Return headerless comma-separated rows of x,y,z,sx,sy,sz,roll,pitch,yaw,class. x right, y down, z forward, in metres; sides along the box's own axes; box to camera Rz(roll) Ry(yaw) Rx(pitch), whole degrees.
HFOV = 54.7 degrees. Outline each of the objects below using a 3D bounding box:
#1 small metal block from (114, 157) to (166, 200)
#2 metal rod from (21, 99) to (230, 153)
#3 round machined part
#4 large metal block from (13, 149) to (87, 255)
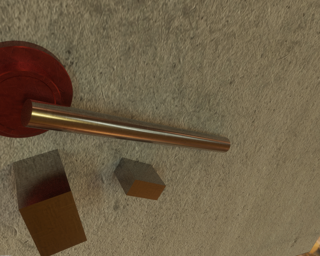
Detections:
-0.028,0.069,0.420,0.050,0.050,0.025,19,108,-36,small metal block
-0.010,0.006,0.376,0.302,0.025,0.025,10,114,-43,metal rod
-0.135,-0.031,0.303,0.099,0.042,0.097,-14,125,-21,round machined part
-0.126,0.084,0.355,0.050,0.080,0.079,-18,126,-19,large metal block
